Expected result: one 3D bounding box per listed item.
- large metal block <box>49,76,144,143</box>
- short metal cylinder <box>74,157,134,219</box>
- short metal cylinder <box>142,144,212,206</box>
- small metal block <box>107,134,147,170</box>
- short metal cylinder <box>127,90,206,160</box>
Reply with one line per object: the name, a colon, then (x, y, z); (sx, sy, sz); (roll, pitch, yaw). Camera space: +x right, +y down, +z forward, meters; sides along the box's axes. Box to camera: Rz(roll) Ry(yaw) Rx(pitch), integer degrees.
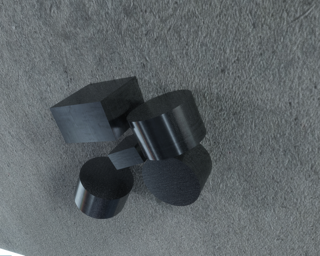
large metal block: (-0.076, -0.024, 0.396); (0.080, 0.080, 0.050); (-4, 116, 30)
short metal cylinder: (-0.086, 0.090, 0.472); (0.080, 0.080, 0.050); (31, 128, 8)
short metal cylinder: (0.023, 0.057, 0.413); (0.080, 0.050, 0.079); (13, 124, 21)
small metal block: (-0.035, 0.029, 0.427); (0.050, 0.050, 0.025); (-19, 108, 35)
short metal cylinder: (0.008, -0.005, 0.364); (0.080, 0.080, 0.050); (-11, 113, 33)
